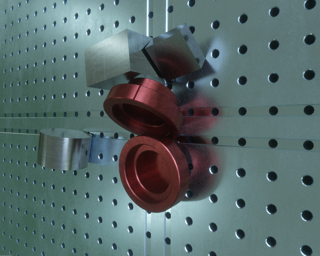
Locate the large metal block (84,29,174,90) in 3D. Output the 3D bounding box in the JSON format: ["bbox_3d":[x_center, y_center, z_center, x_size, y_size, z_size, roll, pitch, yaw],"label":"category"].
[{"bbox_3d":[-0.040,-0.082,0.406,0.080,0.081,0.050,-10,82,39],"label":"large metal block"}]

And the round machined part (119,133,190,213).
[{"bbox_3d":[-0.003,0.054,0.395,0.098,0.042,0.097,9,104,37],"label":"round machined part"}]

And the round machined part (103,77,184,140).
[{"bbox_3d":[-0.017,-0.026,0.386,0.098,0.098,0.042,1,59,40],"label":"round machined part"}]

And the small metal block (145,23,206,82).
[{"bbox_3d":[0.019,-0.090,0.373,0.050,0.025,0.050,-16,123,33],"label":"small metal block"}]

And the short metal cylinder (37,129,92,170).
[{"bbox_3d":[-0.154,0.033,0.501,0.080,0.081,0.050,14,99,39],"label":"short metal cylinder"}]
